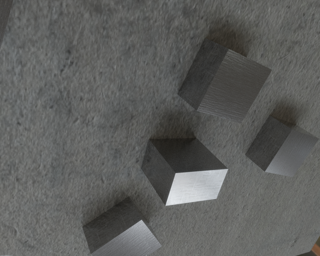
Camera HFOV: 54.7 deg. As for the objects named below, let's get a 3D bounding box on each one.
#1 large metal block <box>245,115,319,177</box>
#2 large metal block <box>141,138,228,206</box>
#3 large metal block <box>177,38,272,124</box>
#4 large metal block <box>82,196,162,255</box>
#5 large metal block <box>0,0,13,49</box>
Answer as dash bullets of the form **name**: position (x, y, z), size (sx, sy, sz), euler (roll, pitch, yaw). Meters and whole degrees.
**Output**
- **large metal block**: position (0.207, 0.032, 0.527), size (0.081, 0.050, 0.080), euler (14, 111, -34)
- **large metal block**: position (0.031, 0.056, 0.425), size (0.081, 0.080, 0.050), euler (0, 118, -29)
- **large metal block**: position (0.083, -0.059, 0.401), size (0.081, 0.050, 0.079), euler (13, 111, -34)
- **large metal block**: position (-0.055, 0.163, 0.463), size (0.080, 0.050, 0.080), euler (-33, 129, -7)
- **large metal block**: position (-0.157, -0.114, 0.234), size (0.081, 0.050, 0.079), euler (12, 112, -34)
